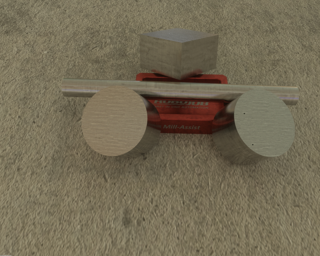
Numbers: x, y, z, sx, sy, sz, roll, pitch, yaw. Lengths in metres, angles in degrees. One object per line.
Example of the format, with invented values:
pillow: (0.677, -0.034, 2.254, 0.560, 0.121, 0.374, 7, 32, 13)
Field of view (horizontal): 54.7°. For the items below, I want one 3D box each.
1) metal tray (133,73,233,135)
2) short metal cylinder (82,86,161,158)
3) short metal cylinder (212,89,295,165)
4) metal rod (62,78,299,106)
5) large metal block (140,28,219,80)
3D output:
metal tray: (0.030, -0.036, 0.432, 0.131, 0.030, 0.090, 2, 50, 1)
short metal cylinder: (-0.044, -0.005, 0.369, 0.080, 0.050, 0.080, -3, 81, 17)
short metal cylinder: (0.110, 0.000, 0.368, 0.081, 0.050, 0.080, 6, 72, -18)
metal rod: (0.025, -0.048, 0.406, 0.302, 0.025, 0.025, 2, 50, 2)
large metal block: (0.028, -0.112, 0.455, 0.080, 0.050, 0.081, 24, 36, 39)
